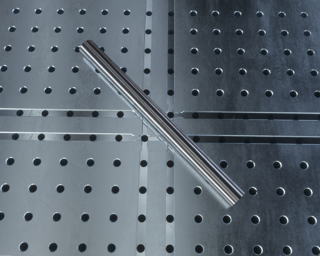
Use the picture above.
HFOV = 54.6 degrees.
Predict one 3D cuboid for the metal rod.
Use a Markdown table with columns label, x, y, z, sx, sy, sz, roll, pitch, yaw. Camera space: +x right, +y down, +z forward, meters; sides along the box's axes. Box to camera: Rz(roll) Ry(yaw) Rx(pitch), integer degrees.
| label | x | y | z | sx | sy | sz | roll | pitch | yaw |
| --- | --- | --- | --- | --- | --- | --- | --- | --- | --- |
| metal rod | -0.006 | -0.015 | 0.418 | 0.025 | 0.025 | 0.300 | -41 | 75 | -13 |
